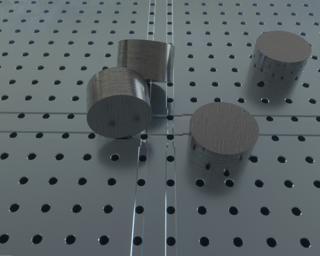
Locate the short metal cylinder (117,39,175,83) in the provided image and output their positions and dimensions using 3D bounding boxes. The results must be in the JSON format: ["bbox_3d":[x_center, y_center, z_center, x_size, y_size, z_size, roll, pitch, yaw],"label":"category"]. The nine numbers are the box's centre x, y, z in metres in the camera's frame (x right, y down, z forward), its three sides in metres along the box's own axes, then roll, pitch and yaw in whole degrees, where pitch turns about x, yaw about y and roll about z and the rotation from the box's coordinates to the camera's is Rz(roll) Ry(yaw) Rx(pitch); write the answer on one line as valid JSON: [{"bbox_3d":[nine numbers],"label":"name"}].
[{"bbox_3d":[-0.021,-0.093,0.442,0.081,0.050,0.080,5,5,0],"label":"short metal cylinder"}]

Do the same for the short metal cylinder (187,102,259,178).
[{"bbox_3d":[0.075,0.014,0.380,0.081,0.050,0.080,0,50,0],"label":"short metal cylinder"}]

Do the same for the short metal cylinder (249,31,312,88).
[{"bbox_3d":[0.185,-0.107,0.483,0.081,0.050,0.080,0,50,0],"label":"short metal cylinder"}]

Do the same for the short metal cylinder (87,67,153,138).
[{"bbox_3d":[-0.053,-0.031,0.397,0.081,0.080,0.050,-7,51,-6],"label":"short metal cylinder"}]
